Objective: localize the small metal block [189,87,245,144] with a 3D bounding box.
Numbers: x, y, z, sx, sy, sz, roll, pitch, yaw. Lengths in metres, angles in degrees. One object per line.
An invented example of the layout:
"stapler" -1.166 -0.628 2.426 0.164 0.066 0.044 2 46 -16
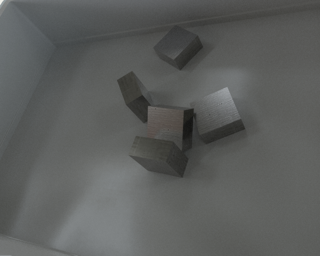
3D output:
"small metal block" 0.069 -0.015 0.378 0.050 0.025 0.050 -23 53 13

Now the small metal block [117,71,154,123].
"small metal block" -0.030 -0.042 0.430 0.025 0.050 0.050 -30 52 9

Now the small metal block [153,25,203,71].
"small metal block" 0.027 -0.121 0.465 0.050 0.025 0.050 -46 52 -5

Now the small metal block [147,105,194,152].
"small metal block" 0.012 -0.001 0.383 0.050 0.025 0.050 9 103 32

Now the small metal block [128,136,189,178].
"small metal block" -0.001 0.035 0.368 0.050 0.050 0.025 7 66 31
